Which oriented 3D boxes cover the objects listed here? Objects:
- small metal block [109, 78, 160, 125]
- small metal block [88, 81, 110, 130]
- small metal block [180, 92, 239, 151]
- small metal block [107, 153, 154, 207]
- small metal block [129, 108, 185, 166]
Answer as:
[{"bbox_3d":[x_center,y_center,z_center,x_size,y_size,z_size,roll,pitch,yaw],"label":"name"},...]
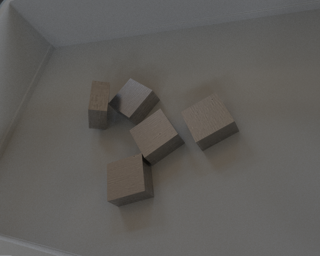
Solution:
[{"bbox_3d":[-0.037,-0.038,0.447,0.050,0.025,0.050,33,80,37],"label":"small metal block"},{"bbox_3d":[-0.088,-0.032,0.451,0.025,0.050,0.050,5,58,-9],"label":"small metal block"},{"bbox_3d":[0.060,-0.008,0.378,0.050,0.025,0.050,-30,52,8],"label":"small metal block"},{"bbox_3d":[-0.037,0.065,0.384,0.050,0.025,0.050,-19,55,17],"label":"small metal block"},{"bbox_3d":[-0.004,0.011,0.400,0.050,0.025,0.050,-36,51,4],"label":"small metal block"}]
